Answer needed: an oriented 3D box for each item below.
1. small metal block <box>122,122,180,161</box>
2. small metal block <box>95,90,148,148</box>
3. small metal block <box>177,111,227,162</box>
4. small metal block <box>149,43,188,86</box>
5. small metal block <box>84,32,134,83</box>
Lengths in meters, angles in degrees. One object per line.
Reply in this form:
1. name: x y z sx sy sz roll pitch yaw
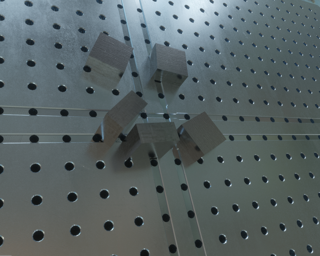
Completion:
1. small metal block: -0.012 0.016 0.375 0.050 0.050 0.025 -3 64 -30
2. small metal block: -0.047 -0.011 0.373 0.025 0.050 0.050 41 51 -1
3. small metal block: 0.056 0.011 0.430 0.050 0.025 0.050 -29 78 -37
4. small metal block: 0.013 -0.097 0.473 0.050 0.025 0.050 10 57 -23
5. small metal block: -0.070 -0.098 0.430 0.050 0.025 0.050 24 53 -14
